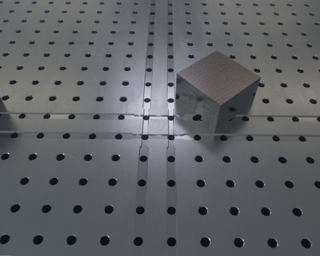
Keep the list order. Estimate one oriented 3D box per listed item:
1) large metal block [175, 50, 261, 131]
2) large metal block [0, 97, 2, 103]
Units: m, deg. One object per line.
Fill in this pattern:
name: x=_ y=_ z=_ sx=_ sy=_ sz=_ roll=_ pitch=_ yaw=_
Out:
large metal block: x=0.079 y=-0.055 z=0.439 sx=0.080 sy=0.050 sz=0.080 roll=-33 pitch=58 yaw=-25
large metal block: x=-0.279 y=-0.058 z=0.419 sx=0.080 sy=0.080 sz=0.050 roll=15 pitch=52 yaw=13
